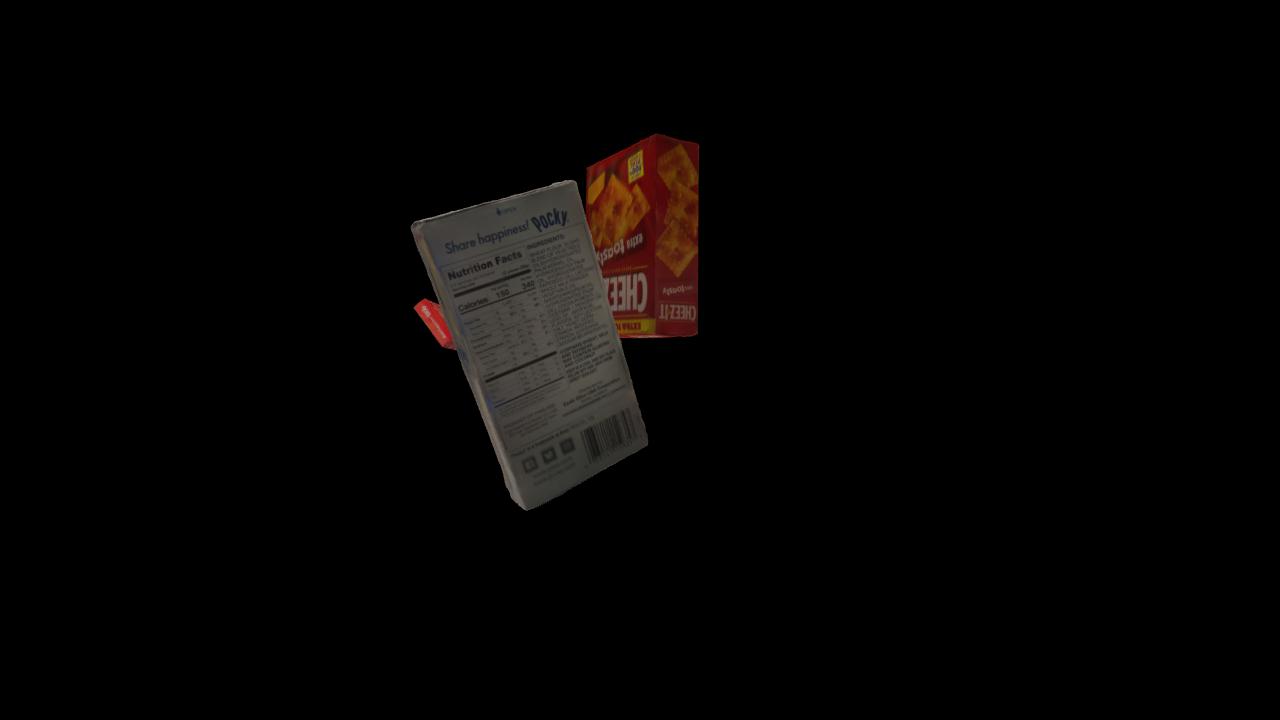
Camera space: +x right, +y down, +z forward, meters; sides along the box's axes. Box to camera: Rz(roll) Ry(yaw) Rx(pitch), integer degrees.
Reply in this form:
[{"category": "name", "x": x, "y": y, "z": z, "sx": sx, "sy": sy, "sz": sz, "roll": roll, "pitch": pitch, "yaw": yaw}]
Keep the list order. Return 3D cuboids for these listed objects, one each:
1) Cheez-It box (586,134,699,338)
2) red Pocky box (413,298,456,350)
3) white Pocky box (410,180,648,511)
[{"category": "Cheez-It box", "x": -0.003, "y": -0.138, "z": 0.748, "sx": 0.071, "sy": 0.223, "sz": 0.166, "roll": 0, "pitch": 2, "yaw": -33}, {"category": "red Pocky box", "x": -0.326, "y": -0.055, "z": 1.047, "sx": 0.028, "sy": 0.083, "sz": 0.155, "roll": -36, "pitch": -2, "yaw": -2}, {"category": "white Pocky box", "x": -0.051, "y": -0.007, "z": 0.322, "sx": 0.084, "sy": 0.154, "sz": 0.028, "roll": -25, "pitch": 19, "yaw": -27}]
